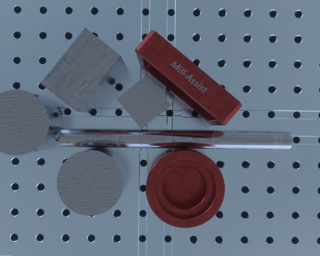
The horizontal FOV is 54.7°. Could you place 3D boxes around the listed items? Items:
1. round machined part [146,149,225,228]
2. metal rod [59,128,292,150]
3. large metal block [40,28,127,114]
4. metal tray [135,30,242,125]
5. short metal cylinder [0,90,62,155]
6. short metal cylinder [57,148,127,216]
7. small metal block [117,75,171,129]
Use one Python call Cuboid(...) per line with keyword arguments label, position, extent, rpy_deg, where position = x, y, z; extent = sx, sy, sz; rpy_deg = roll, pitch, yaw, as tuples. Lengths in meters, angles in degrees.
Cuboid(label="round machined part", position=(0.032, 0.076, 0.405), extent=(0.099, 0.042, 0.097), rpy_deg=(0, 90, 0))
Cuboid(label="metal rod", position=(0.021, 0.015, 0.413), extent=(0.302, 0.025, 0.025), rpy_deg=(1, 90, 0))
Cuboid(label="large metal block", position=(-0.089, -0.066, 0.385), extent=(0.050, 0.080, 0.080), rpy_deg=(39, 90, -1))
Cuboid(label="metal tray", position=(0.032, -0.056, 0.380), extent=(0.130, 0.090, 0.030), rpy_deg=(40, 90, 0))
Cuboid(label="short metal cylinder", position=(-0.174, -0.007, 0.399), extent=(0.081, 0.050, 0.080), rpy_deg=(0, 90, 0))
Cuboid(label="short metal cylinder", position=(-0.085, 0.066, 0.400), extent=(0.081, 0.050, 0.080), rpy_deg=(0, 90, 0))
Cuboid(label="small metal block", position=(-0.021, -0.034, 0.413), extent=(0.050, 0.025, 0.050), rpy_deg=(-39, 90, 0))
